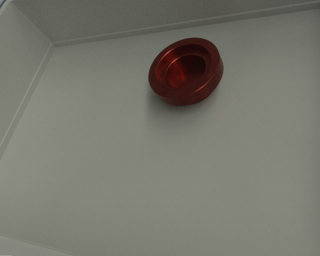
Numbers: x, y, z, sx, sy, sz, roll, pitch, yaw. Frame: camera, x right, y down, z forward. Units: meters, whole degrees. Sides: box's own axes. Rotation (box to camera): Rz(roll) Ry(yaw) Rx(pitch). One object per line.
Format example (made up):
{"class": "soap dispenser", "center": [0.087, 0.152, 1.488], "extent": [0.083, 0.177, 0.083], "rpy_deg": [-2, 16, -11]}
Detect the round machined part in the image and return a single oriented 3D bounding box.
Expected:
{"class": "round machined part", "center": [0.038, -0.070, 0.417], "extent": [0.098, 0.042, 0.098], "rpy_deg": [-13, 56, 20]}
